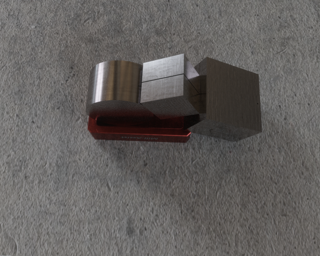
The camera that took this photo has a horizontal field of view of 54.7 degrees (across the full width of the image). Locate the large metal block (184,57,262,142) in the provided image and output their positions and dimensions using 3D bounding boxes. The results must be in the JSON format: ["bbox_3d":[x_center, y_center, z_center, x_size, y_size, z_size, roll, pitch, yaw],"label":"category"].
[{"bbox_3d":[0.079,-0.033,0.393,0.081,0.050,0.080,12,68,-23],"label":"large metal block"}]

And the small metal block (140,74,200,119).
[{"bbox_3d":[0.013,-0.033,0.352,0.050,0.050,0.025,-8,67,25],"label":"small metal block"}]

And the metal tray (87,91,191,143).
[{"bbox_3d":[-0.024,-0.029,0.417,0.131,0.030,0.090,2,70,0],"label":"metal tray"}]

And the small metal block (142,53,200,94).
[{"bbox_3d":[0.014,-0.058,0.362,0.050,0.050,0.025,-8,67,25],"label":"small metal block"}]

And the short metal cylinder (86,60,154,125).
[{"bbox_3d":[-0.047,-0.040,0.381,0.081,0.080,0.050,1,70,0],"label":"short metal cylinder"}]
